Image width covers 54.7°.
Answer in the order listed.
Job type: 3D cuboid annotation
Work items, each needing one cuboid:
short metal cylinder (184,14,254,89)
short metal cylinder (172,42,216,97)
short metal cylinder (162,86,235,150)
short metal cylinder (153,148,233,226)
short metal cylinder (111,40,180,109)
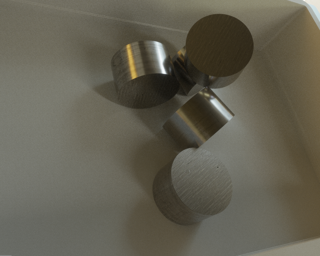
[{"bbox_3d":[0.072,-0.095,0.393,0.081,0.050,0.080,0,81,2],"label":"short metal cylinder"},{"bbox_3d":[0.056,-0.091,0.459,0.081,0.080,0.050,-32,80,-38],"label":"short metal cylinder"},{"bbox_3d":[0.050,-0.009,0.405,0.050,0.080,0.080,49,51,5],"label":"short metal cylinder"},{"bbox_3d":[0.038,0.070,0.369,0.081,0.050,0.080,14,56,-21],"label":"short metal cylinder"},{"bbox_3d":[-0.020,-0.067,0.402,0.081,0.080,0.050,0,62,-29],"label":"short metal cylinder"}]
